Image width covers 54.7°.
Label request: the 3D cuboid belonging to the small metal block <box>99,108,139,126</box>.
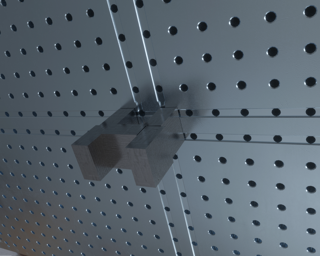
[{"bbox_3d":[-0.052,0.007,0.424,0.025,0.050,0.050,1,119,27],"label":"small metal block"}]

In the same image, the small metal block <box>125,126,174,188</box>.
[{"bbox_3d":[-0.010,0.031,0.352,0.025,0.050,0.050,1,118,28],"label":"small metal block"}]

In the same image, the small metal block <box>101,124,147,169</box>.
[{"bbox_3d":[-0.038,0.023,0.380,0.050,0.025,0.050,1,119,27],"label":"small metal block"}]

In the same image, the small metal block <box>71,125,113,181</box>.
[{"bbox_3d":[-0.077,0.030,0.387,0.025,0.050,0.050,1,118,28],"label":"small metal block"}]

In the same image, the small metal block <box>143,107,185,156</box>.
[{"bbox_3d":[0.006,0.007,0.394,0.025,0.050,0.050,-1,118,28],"label":"small metal block"}]
